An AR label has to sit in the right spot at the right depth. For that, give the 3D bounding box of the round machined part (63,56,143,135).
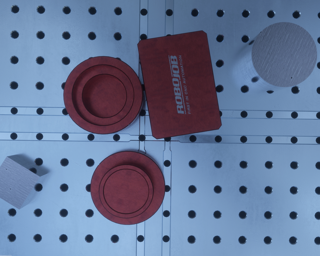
[{"bbox_3d":[-0.070,-0.041,0.404,0.099,0.042,0.097,0,90,-1],"label":"round machined part"}]

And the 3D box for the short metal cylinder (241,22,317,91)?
[{"bbox_3d":[0.152,-0.090,0.403,0.081,0.050,0.079,0,90,-1],"label":"short metal cylinder"}]

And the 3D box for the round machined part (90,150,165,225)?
[{"bbox_3d":[-0.042,0.078,0.404,0.099,0.042,0.097,0,90,-1],"label":"round machined part"}]

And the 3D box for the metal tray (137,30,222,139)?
[{"bbox_3d":[0.025,-0.056,0.411,0.091,0.030,0.129,-9,90,-1],"label":"metal tray"}]

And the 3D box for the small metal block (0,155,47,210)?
[{"bbox_3d":[-0.189,0.071,0.411,0.050,0.025,0.050,32,90,-1],"label":"small metal block"}]
